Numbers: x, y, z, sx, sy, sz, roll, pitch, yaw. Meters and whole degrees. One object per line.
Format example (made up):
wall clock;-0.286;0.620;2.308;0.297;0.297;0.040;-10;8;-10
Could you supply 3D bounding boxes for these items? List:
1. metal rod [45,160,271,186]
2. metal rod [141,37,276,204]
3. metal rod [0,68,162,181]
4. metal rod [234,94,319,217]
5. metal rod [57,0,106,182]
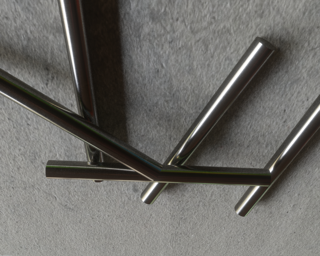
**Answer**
metal rod;0.000;0.063;0.426;0.302;0.025;0.025;3;130;-3
metal rod;0.047;0.011;0.417;0.025;0.025;0.298;21;127;-17
metal rod;-0.127;-0.020;0.361;0.301;0.025;0.025;32;123;-16
metal rod;0.182;0.032;0.437;0.025;0.025;0.298;12;129;-11
metal rod;-0.089;-0.041;0.370;0.025;0.025;0.298;1;130;-1
